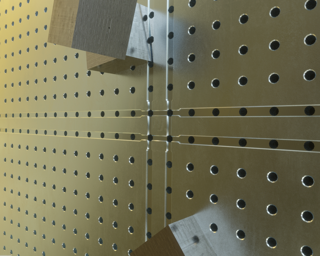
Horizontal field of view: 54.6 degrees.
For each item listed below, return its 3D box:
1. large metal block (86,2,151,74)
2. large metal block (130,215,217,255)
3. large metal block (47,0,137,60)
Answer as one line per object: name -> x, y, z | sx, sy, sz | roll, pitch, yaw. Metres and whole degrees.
large metal block -> -0.062, -0.129, 0.446 | 0.080, 0.050, 0.080 | -8, 85, 40
large metal block -> 0.021, 0.166, 0.377 | 0.080, 0.050, 0.080 | -46, 63, 30
large metal block -> -0.080, -0.133, 0.376 | 0.050, 0.081, 0.080 | 22, 104, 38
